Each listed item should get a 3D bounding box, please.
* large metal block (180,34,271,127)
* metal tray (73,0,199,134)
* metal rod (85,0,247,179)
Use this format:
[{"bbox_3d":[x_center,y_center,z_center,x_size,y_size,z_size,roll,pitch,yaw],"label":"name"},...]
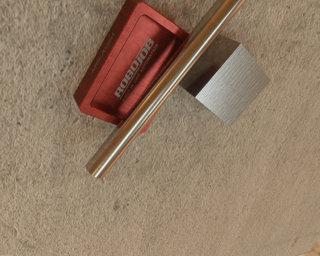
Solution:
[{"bbox_3d":[0.082,-0.060,0.400,0.080,0.050,0.080,34,99,-39],"label":"large metal block"},{"bbox_3d":[-0.026,-0.065,0.350,0.090,0.030,0.129,23,106,-37],"label":"metal tray"},{"bbox_3d":[0.018,-0.065,0.338,0.025,0.025,0.299,33,100,-39],"label":"metal rod"}]
